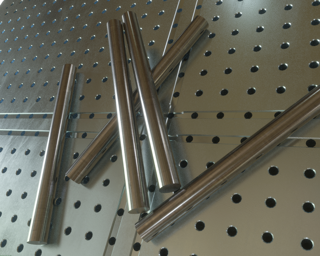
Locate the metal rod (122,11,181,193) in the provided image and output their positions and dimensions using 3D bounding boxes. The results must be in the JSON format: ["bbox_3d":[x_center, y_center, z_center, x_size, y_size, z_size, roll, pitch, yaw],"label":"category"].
[{"bbox_3d":[-0.019,-0.056,0.419,0.025,0.025,0.299,-23,56,14],"label":"metal rod"}]

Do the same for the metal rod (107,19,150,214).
[{"bbox_3d":[-0.048,-0.035,0.420,0.025,0.025,0.299,-20,60,16],"label":"metal rod"}]

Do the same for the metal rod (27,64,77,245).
[{"bbox_3d":[-0.160,0.021,0.476,0.025,0.025,0.299,-14,56,20],"label":"metal rod"}]

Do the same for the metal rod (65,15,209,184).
[{"bbox_3d":[-0.028,-0.046,0.449,0.025,0.025,0.300,32,79,37],"label":"metal rod"}]

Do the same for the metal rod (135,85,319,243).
[{"bbox_3d":[0.099,0.025,0.340,0.300,0.025,0.025,-37,51,2],"label":"metal rod"}]
